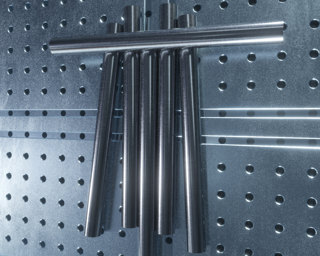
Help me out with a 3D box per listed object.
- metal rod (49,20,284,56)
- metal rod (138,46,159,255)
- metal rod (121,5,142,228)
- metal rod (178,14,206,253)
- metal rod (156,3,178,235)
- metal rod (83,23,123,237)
[{"bbox_3d":[-0.007,-0.110,0.389,0.301,0.025,0.025,2,91,20],"label":"metal rod"},{"bbox_3d":[-0.016,0.041,0.418,0.025,0.025,0.298,1,91,20],"label":"metal rod"},{"bbox_3d":[-0.039,-0.015,0.427,0.025,0.025,0.298,1,90,20],"label":"metal rod"},{"bbox_3d":[0.041,0.007,0.399,0.025,0.025,0.298,-3,89,20],"label":"metal rod"},{"bbox_3d":[0.010,-0.011,0.411,0.025,0.025,0.298,1,90,20],"label":"metal rod"},{"bbox_3d":[-0.079,0.004,0.440,0.025,0.025,0.298,8,93,20],"label":"metal rod"}]
